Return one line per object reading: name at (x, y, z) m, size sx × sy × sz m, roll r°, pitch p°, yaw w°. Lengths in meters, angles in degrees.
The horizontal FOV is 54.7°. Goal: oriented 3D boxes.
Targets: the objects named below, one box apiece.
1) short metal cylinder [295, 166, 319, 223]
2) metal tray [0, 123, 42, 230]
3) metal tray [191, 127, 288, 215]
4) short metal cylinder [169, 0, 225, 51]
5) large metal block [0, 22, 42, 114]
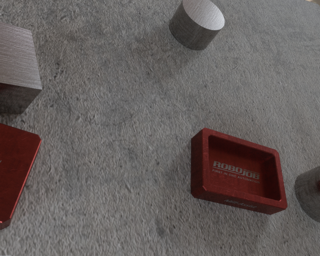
short metal cylinder at (0.253, 0.097, 0.465) m, size 0.081 × 0.050 × 0.080 m, roll 14°, pitch 56°, yaw -21°
metal tray at (-0.188, 0.031, 0.280) m, size 0.131 × 0.030 × 0.090 m, roll 20°, pitch 54°, yaw -17°
metal tray at (0.106, 0.059, 0.421) m, size 0.131 × 0.030 × 0.090 m, roll 17°, pitch 55°, yaw -19°
short metal cylinder at (0.063, -0.181, 0.532) m, size 0.081 × 0.050 × 0.080 m, roll 14°, pitch 56°, yaw -21°
large metal block at (-0.177, -0.066, 0.318) m, size 0.081 × 0.050 × 0.080 m, roll 6°, pitch 57°, yaw -46°
